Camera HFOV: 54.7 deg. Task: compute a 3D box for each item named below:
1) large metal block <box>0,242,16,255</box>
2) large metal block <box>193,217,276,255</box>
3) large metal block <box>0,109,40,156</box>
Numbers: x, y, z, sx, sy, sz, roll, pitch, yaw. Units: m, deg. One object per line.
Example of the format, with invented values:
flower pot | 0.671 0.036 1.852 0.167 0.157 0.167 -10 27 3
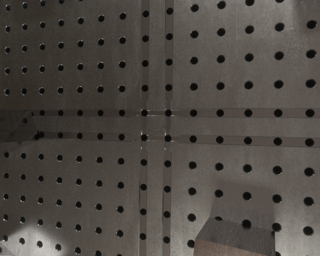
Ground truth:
large metal block | -0.261 0.232 0.473 0.080 0.080 0.050 30 100 17
large metal block | 0.086 0.146 0.353 0.080 0.080 0.050 7 93 19
large metal block | -0.249 0.010 0.469 0.080 0.080 0.050 -21 83 18
